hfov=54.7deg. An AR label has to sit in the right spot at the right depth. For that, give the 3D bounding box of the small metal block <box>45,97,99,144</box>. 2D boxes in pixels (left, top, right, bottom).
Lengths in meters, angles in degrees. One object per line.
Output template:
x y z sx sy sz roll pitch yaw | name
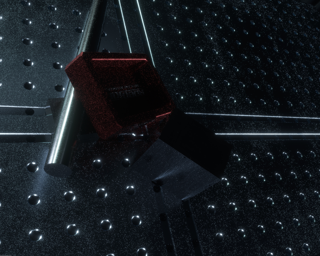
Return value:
-0.100 -0.008 0.360 0.050 0.025 0.050 -8 66 -32 | small metal block

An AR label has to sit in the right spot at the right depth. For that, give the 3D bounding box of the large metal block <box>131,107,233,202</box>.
0.024 0.034 0.367 0.080 0.080 0.050 34 51 -6 | large metal block

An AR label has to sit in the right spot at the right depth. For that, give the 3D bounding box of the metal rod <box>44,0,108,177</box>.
-0.093 -0.076 0.380 0.025 0.025 0.300 17 47 -19 | metal rod

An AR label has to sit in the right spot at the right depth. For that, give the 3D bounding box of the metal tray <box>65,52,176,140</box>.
-0.040 -0.045 0.374 0.131 0.030 0.090 -21 82 -58 | metal tray
